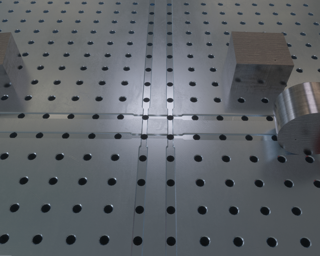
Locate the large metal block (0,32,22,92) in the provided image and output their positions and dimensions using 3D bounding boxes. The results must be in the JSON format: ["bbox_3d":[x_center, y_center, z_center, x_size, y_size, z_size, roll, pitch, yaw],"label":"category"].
[{"bbox_3d":[-0.266,-0.099,0.473,0.081,0.050,0.080,-7,50,-6],"label":"large metal block"}]

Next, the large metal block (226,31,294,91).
[{"bbox_3d":[0.150,-0.104,0.480,0.080,0.050,0.080,3,50,2],"label":"large metal block"}]

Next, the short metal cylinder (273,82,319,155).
[{"bbox_3d":[0.184,-0.010,0.381,0.080,0.080,0.050,5,50,4],"label":"short metal cylinder"}]
